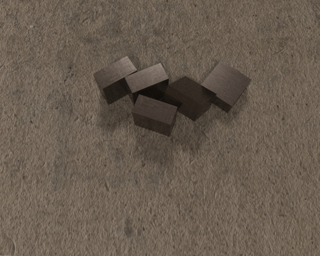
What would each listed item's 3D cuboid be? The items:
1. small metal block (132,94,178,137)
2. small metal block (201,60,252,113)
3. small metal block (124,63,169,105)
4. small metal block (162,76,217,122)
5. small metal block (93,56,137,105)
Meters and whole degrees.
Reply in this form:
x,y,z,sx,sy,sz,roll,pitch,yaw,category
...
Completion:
x,y,z,sx,sy,sz,roll,pitch,yaw,category
-0.006,-0.015,0.400,0.050,0.050,0.025,19,73,6,small metal block
0.089,-0.057,0.430,0.050,0.025,0.050,36,73,11,small metal block
-0.017,-0.055,0.415,0.050,0.050,0.025,-23,72,-9,small metal block
0.039,-0.039,0.402,0.050,0.025,0.050,33,34,15,small metal block
-0.057,-0.063,0.417,0.050,0.050,0.025,-31,73,-11,small metal block
